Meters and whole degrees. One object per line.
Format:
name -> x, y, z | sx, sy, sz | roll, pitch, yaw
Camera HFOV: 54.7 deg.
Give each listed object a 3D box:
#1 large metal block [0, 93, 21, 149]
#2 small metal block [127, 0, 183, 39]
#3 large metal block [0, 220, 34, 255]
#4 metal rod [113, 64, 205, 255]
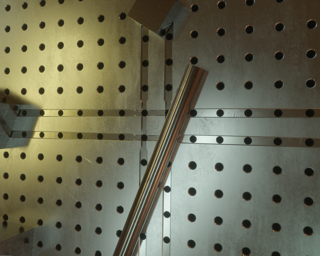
large metal block -> -0.284, -0.018, 0.497 | 0.080, 0.050, 0.080 | 26, 98, 17
small metal block -> -0.007, -0.157, 0.414 | 0.050, 0.025, 0.050 | 36, 101, 16
large metal block -> -0.255, 0.181, 0.471 | 0.080, 0.080, 0.050 | 5, 92, 19
metal rod -> -0.007, 0.061, 0.414 | 0.025, 0.025, 0.298 | 23, 97, 18
